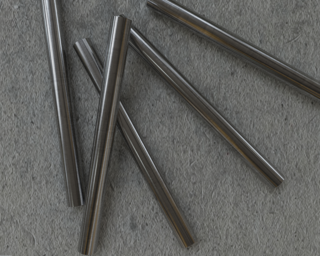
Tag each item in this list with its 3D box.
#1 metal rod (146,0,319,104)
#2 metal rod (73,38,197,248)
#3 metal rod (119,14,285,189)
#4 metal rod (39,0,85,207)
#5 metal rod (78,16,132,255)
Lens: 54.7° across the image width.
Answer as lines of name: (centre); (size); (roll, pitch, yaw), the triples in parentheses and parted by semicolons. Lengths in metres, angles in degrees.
metal rod: (0.120, -0.098, 0.410); (0.301, 0.025, 0.025); (29, 90, 0)
metal rod: (-0.032, 0.020, 0.409); (0.025, 0.025, 0.299); (-28, 90, 0)
metal rod: (0.049, -0.034, 0.410); (0.025, 0.025, 0.300); (-45, 90, 0)
metal rod: (-0.129, -0.047, 0.408); (0.025, 0.025, 0.298); (-8, 90, 0)
metal rod: (-0.071, 0.016, 0.389); (0.025, 0.025, 0.298); (10, 98, 0)
